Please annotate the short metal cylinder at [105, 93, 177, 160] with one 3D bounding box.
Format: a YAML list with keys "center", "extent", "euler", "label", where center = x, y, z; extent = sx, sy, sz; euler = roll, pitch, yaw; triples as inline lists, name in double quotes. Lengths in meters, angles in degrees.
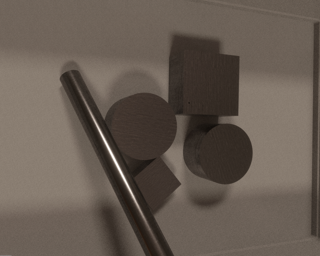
- center: [-0.026, -0.002, 0.389]
  extent: [0.081, 0.050, 0.079]
  euler: [0, 90, -21]
  label: "short metal cylinder"

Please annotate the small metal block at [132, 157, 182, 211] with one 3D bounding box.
- center: [-0.009, 0.070, 0.408]
  extent: [0.050, 0.025, 0.050]
  euler: [-41, 103, -16]
  label: "small metal block"

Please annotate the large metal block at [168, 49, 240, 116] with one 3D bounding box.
- center: [0.058, -0.057, 0.420]
  extent: [0.081, 0.050, 0.079]
  euler: [1, 90, -21]
  label: "large metal block"

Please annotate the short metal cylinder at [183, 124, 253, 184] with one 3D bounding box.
- center: [0.079, 0.034, 0.428]
  extent: [0.081, 0.050, 0.079]
  euler: [0, 90, -21]
  label: "short metal cylinder"

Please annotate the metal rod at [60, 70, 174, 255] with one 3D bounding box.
- center: [-0.037, 0.063, 0.332]
  extent: [0.025, 0.025, 0.299]
  euler: [-24, 73, -19]
  label: "metal rod"
